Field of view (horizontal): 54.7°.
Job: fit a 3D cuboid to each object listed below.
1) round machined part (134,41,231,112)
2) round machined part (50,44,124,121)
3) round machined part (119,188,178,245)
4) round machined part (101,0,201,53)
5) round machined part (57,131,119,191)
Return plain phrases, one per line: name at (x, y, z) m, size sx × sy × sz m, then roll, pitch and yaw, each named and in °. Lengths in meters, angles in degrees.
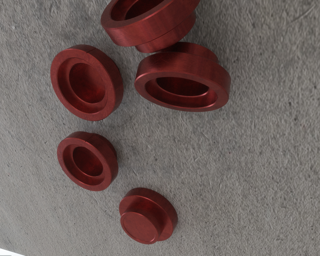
round machined part at (0.025, -0.055, 0.327) m, size 0.099 × 0.042 × 0.098 m, roll 10°, pitch 163°, yaw 3°
round machined part at (-0.090, -0.061, 0.405) m, size 0.098 × 0.042 × 0.097 m, roll 13°, pitch 124°, yaw 21°
round machined part at (-0.024, 0.148, 0.501) m, size 0.098 × 0.042 × 0.097 m, roll 13°, pitch 124°, yaw 21°
round machined part at (-0.005, -0.111, 0.299) m, size 0.098 × 0.098 × 0.042 m, roll -6°, pitch 139°, yaw 31°
round machined part at (-0.106, 0.047, 0.481) m, size 0.098 × 0.042 × 0.097 m, roll 13°, pitch 124°, yaw 21°
